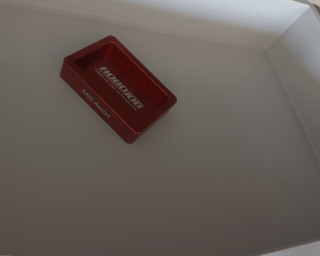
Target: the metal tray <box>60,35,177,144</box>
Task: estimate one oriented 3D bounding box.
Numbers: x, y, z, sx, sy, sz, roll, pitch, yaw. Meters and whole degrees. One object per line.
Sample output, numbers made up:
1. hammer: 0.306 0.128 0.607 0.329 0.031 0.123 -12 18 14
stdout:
1. metal tray: -0.052 -0.054 0.406 0.130 0.030 0.090 45 51 3
